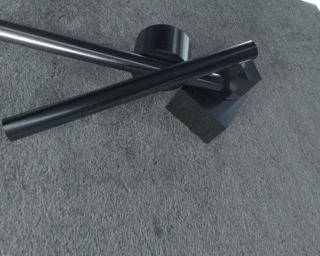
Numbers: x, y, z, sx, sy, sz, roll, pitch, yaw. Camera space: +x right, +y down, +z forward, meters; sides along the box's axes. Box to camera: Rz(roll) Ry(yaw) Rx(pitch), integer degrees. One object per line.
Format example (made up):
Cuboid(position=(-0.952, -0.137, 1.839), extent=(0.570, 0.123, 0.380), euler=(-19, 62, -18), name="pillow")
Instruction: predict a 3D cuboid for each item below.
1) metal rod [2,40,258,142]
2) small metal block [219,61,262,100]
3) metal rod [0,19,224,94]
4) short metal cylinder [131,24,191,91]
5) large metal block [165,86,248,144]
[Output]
Cuboid(position=(-0.021, -0.048, 0.357), extent=(0.302, 0.025, 0.025), euler=(-20, 72, -14), name="metal rod")
Cuboid(position=(0.104, -0.073, 0.424), extent=(0.025, 0.050, 0.050), euler=(-5, 64, -30), name="small metal block")
Cuboid(position=(-0.066, -0.090, 0.389), extent=(0.302, 0.025, 0.025), euler=(12, 56, -8), name="metal rod")
Cuboid(position=(0.002, -0.096, 0.433), extent=(0.081, 0.080, 0.050), euler=(19, 54, -18), name="short metal cylinder")
Cuboid(position=(0.068, -0.038, 0.449), extent=(0.080, 0.050, 0.080), euler=(41, 52, 0), name="large metal block")
